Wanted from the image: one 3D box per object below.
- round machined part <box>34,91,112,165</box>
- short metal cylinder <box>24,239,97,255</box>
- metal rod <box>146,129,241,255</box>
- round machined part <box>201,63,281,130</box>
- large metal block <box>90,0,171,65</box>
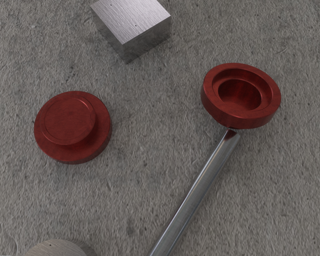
[{"bbox_3d":[-0.114,-0.005,0.400,0.099,0.042,0.098,0,70,0],"label":"round machined part"},{"bbox_3d":[-0.108,0.162,0.335,0.081,0.050,0.080,0,70,0],"label":"short metal cylinder"},{"bbox_3d":[0.013,0.126,0.361,0.025,0.025,0.300,32,73,11],"label":"metal rod"},{"bbox_3d":[0.101,-0.037,0.403,0.099,0.042,0.098,3,52,-4],"label":"round machined part"},{"bbox_3d":[-0.041,-0.154,0.451,0.080,0.050,0.080,-35,74,-12],"label":"large metal block"}]
